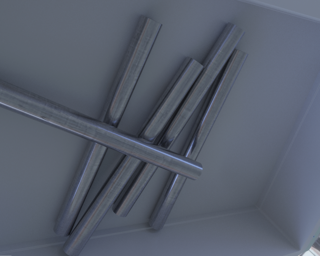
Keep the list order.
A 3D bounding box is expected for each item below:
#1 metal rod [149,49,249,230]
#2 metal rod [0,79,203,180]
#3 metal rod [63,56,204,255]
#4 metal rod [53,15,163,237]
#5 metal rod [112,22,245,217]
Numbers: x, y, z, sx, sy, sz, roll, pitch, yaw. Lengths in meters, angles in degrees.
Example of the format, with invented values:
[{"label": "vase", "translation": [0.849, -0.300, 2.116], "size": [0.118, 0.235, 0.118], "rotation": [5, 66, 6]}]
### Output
[{"label": "metal rod", "translation": [0.049, 0.028, 0.454], "size": [0.025, 0.025, 0.298], "rotation": [10, 113, -33]}, {"label": "metal rod", "translation": [-0.073, 0.003, 0.341], "size": [0.302, 0.025, 0.025], "rotation": [24, 105, -28]}, {"label": "metal rod", "translation": [-0.038, 0.042, 0.401], "size": [0.025, 0.025, 0.299], "rotation": [28, 99, -38]}, {"label": "metal rod", "translation": [-0.071, 0.011, 0.378], "size": [0.025, 0.025, 0.298], "rotation": [14, 111, -34]}, {"label": "metal rod", "translation": [0.018, -0.002, 0.419], "size": [0.025, 0.025, 0.299], "rotation": [22, 106, -37]}]
